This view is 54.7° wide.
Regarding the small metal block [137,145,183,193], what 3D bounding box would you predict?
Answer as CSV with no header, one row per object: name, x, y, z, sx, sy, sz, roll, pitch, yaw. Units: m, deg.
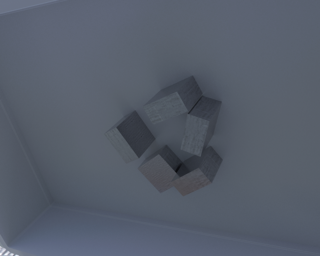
small metal block,0.005,0.059,0.443,0.050,0.025,0.050,48,129,-6

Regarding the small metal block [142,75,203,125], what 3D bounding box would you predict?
small metal block,0.016,-0.033,0.364,0.050,0.050,0.025,-20,108,35

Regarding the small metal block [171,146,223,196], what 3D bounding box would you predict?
small metal block,0.048,0.056,0.402,0.025,0.050,0.050,49,129,-7

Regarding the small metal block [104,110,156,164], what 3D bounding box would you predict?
small metal block,-0.040,0.012,0.421,0.025,0.050,0.050,-26,104,37

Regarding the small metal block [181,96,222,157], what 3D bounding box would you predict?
small metal block,0.049,-0.003,0.365,0.025,0.050,0.050,20,126,16
